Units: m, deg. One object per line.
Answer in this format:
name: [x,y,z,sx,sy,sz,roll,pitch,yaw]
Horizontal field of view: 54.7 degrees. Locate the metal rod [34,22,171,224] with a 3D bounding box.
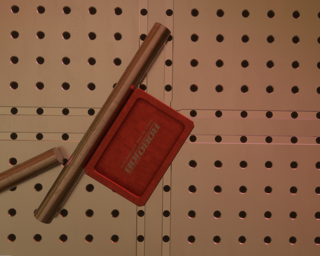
metal rod: [-0.076,-0.007,0.412,0.025,0.025,0.299,32,90,-1]

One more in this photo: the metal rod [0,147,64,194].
metal rod: [-0.270,0.102,0.409,0.301,0.025,0.025,-26,90,-1]

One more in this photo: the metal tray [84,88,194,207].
metal tray: [-0.026,0.025,0.410,0.090,0.030,0.130,32,90,-1]
